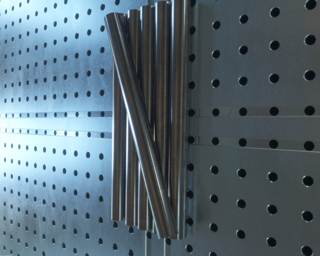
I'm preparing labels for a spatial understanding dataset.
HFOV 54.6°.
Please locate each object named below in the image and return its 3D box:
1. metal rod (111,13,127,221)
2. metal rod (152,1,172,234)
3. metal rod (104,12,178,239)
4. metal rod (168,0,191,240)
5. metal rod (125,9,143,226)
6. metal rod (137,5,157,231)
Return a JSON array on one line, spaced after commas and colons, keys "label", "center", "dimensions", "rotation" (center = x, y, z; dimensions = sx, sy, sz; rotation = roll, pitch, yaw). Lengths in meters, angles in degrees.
[{"label": "metal rod", "center": [-0.058, -0.015, 0.457], "dimensions": [0.025, 0.025, 0.298], "rotation": [1, 91, 40]}, {"label": "metal rod", "center": [0.004, -0.013, 0.408], "dimensions": [0.025, 0.025, 0.298], "rotation": [1, 91, 40]}, {"label": "metal rod", "center": [-0.028, -0.013, 0.401], "dimensions": [0.025, 0.025, 0.299], "rotation": [-24, 75, 37]}, {"label": "metal rod", "center": [0.024, -0.012, 0.391], "dimensions": [0.025, 0.025, 0.298], "rotation": [2, 91, 40]}, {"label": "metal rod", "center": [-0.035, -0.014, 0.439], "dimensions": [0.025, 0.025, 0.298], "rotation": [1, 91, 40]}, {"label": "metal rod", "center": [-0.017, -0.013, 0.423], "dimensions": [0.025, 0.025, 0.298], "rotation": [1, 91, 40]}]
